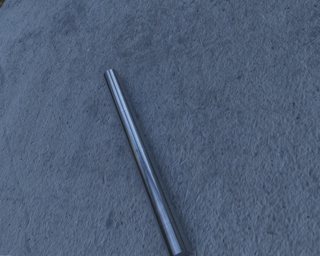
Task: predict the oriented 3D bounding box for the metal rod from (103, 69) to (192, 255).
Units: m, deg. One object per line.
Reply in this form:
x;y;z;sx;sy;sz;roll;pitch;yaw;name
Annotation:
-0.029;0.023;0.405;0.025;0.025;0.300;-31;52;8;metal rod
